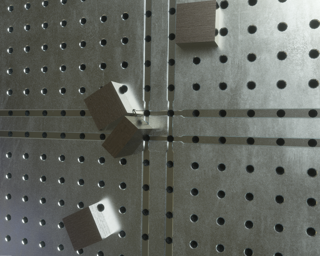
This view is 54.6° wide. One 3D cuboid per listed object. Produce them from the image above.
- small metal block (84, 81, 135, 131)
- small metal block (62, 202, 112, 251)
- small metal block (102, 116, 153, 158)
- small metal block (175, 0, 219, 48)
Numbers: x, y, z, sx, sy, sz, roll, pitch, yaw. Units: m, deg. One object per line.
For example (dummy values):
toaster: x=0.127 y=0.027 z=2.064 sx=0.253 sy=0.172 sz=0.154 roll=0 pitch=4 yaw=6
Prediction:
small metal block: x=-0.072 y=-0.030 z=0.438 sx=0.050 sy=0.025 sz=0.050 roll=-31 pitch=80 yaw=17
small metal block: x=-0.107 y=0.143 z=0.451 sx=0.050 sy=0.025 sz=0.050 roll=-27 pitch=81 yaw=18
small metal block: x=-0.042 y=0.012 z=0.415 sx=0.025 sy=0.050 sz=0.050 roll=43 pitch=103 yaw=15
small metal block: x=0.048 y=-0.131 z=0.396 sx=0.050 sy=0.025 sz=0.050 roll=2 pitch=91 yaw=20
